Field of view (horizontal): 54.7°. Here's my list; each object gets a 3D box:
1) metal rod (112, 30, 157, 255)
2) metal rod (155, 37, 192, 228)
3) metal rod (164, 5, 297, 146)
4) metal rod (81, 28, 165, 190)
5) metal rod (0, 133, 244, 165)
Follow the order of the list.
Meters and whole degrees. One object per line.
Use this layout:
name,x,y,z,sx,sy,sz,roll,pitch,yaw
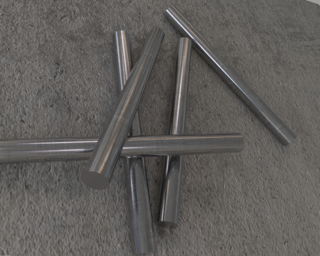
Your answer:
metal rod,-0.036,-0.003,0.385,0.025,0.025,0.299,5,59,-26
metal rod,0.024,-0.016,0.426,0.025,0.025,0.300,20,54,-17
metal rod,0.115,-0.091,0.520,0.300,0.025,0.025,49,51,6
metal rod,-0.030,-0.051,0.380,0.025,0.025,0.300,28,41,-11
metal rod,-0.045,0.021,0.337,0.302,0.025,0.025,-1,62,-19
